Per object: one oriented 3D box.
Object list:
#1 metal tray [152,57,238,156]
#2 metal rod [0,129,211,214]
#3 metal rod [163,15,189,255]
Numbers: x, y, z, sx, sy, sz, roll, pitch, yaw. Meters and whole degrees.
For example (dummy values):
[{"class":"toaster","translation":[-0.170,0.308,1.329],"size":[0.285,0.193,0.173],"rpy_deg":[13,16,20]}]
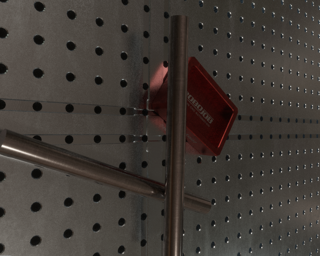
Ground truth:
[{"class":"metal tray","translation":[0.057,-0.029,0.455],"size":[0.130,0.030,0.090],"rpy_deg":[42,65,-32]},{"class":"metal rod","translation":[-0.040,0.065,0.377],"size":[0.301,0.025,0.025],"rpy_deg":[26,74,-37]},{"class":"metal rod","translation":[0.020,0.013,0.390],"size":[0.025,0.025,0.298],"rpy_deg":[0,93,-40]}]
